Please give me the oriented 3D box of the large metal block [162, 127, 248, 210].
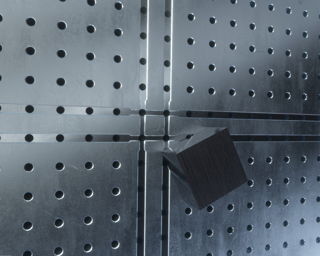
[{"bbox_3d":[0.061,0.052,0.423,0.081,0.050,0.080,-26,99,-18],"label":"large metal block"}]
